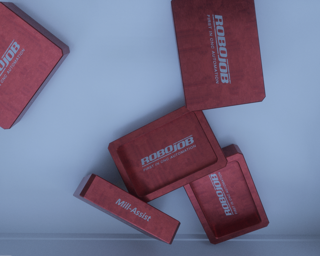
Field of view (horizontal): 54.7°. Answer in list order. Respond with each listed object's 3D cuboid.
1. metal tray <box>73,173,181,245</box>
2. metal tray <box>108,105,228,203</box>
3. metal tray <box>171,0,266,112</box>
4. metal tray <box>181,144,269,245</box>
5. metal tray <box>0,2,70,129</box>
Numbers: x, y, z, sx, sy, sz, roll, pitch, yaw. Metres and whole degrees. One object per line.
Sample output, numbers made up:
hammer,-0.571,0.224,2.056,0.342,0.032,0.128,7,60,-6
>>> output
metal tray,-0.048,0.108,0.416,0.130,0.090,0.030,32,69,-12
metal tray,0.010,0.033,0.403,0.130,0.030,0.090,-27,85,9
metal tray,0.066,-0.089,0.360,0.091,0.030,0.129,-8,95,2
metal tray,0.092,0.097,0.445,0.090,0.030,0.129,-23,109,7
metal tray,-0.186,-0.073,0.379,0.090,0.030,0.130,38,105,-13
